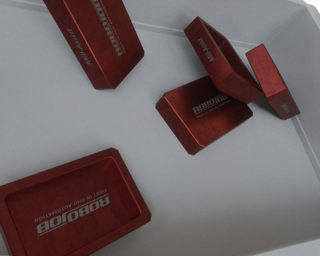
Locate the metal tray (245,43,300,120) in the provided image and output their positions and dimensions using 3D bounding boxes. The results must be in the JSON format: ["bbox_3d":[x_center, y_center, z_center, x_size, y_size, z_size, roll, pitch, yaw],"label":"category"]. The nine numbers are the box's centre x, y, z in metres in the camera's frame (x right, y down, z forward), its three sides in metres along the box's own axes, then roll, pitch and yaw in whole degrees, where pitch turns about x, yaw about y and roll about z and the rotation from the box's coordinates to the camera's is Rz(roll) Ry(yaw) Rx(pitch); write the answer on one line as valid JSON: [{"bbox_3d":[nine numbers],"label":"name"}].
[{"bbox_3d":[0.188,-0.071,0.508,0.131,0.030,0.090,22,46,-56],"label":"metal tray"}]

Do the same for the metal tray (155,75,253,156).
[{"bbox_3d":[0.069,-0.027,0.458,0.131,0.030,0.090,-27,77,-37],"label":"metal tray"}]

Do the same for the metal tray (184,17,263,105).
[{"bbox_3d":[0.096,-0.103,0.472,0.091,0.030,0.130,16,42,-46],"label":"metal tray"}]

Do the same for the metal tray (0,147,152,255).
[{"bbox_3d":[-0.084,0.081,0.308,0.131,0.030,0.090,-19,72,-36],"label":"metal tray"}]

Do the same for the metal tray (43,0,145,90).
[{"bbox_3d":[-0.075,-0.124,0.388,0.090,0.030,0.130,-58,136,-37],"label":"metal tray"}]
